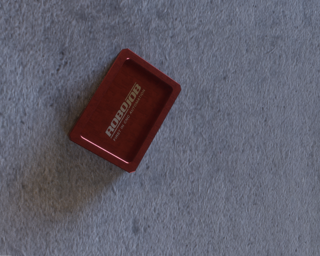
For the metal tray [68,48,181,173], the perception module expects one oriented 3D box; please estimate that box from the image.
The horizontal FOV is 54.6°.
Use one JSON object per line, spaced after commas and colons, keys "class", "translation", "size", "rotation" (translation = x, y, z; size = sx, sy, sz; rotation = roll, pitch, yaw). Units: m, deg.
{"class": "metal tray", "translation": [-0.043, -0.021, 0.390], "size": [0.090, 0.030, 0.130], "rotation": [33, 79, -17]}
